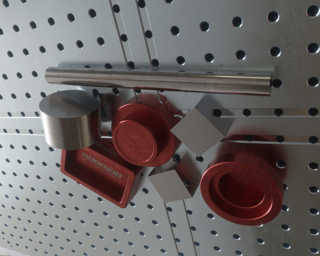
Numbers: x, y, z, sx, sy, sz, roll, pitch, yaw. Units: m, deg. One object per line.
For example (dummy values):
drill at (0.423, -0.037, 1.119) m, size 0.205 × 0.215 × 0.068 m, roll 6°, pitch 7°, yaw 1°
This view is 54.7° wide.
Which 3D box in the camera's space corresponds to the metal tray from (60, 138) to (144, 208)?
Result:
metal tray at (-0.096, 0.063, 0.497) m, size 0.130 × 0.030 × 0.089 m, roll 27°, pitch 128°, yaw 11°

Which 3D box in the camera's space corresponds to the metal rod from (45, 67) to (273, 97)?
metal rod at (-0.021, -0.060, 0.384) m, size 0.301 × 0.025 × 0.025 m, roll 6°, pitch 121°, yaw 24°

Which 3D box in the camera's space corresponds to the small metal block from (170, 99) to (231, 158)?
small metal block at (0.050, 0.001, 0.386) m, size 0.050 × 0.025 × 0.050 m, roll 44°, pitch 129°, yaw -2°

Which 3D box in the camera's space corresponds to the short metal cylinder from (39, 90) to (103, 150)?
short metal cylinder at (-0.122, -0.013, 0.432) m, size 0.080 × 0.080 × 0.050 m, roll 16°, pitch 125°, yaw 19°

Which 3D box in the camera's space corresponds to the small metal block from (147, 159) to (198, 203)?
small metal block at (0.019, 0.078, 0.450) m, size 0.050 × 0.025 × 0.050 m, roll -21°, pitch 108°, yaw 36°

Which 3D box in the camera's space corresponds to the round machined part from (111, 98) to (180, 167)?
round machined part at (-0.025, 0.012, 0.420) m, size 0.098 × 0.042 × 0.097 m, roll 12°, pitch 121°, yaw 22°

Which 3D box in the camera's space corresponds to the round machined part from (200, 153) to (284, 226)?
round machined part at (0.104, 0.072, 0.390) m, size 0.098 × 0.042 × 0.097 m, roll 13°, pitch 124°, yaw 21°
